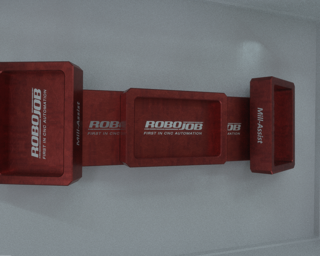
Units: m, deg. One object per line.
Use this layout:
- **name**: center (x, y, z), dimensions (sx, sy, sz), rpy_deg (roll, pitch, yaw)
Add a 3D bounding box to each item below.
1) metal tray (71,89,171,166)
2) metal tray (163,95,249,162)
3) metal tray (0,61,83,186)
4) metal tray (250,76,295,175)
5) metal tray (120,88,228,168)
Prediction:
- **metal tray**: center (-0.052, 0.000, 0.388), dimensions (0.131, 0.030, 0.089), rpy_deg (0, 90, -20)
- **metal tray**: center (0.071, 0.001, 0.433), dimensions (0.131, 0.030, 0.089), rpy_deg (0, 90, -20)
- **metal tray**: center (-0.133, -0.005, 0.338), dimensions (0.090, 0.030, 0.129), rpy_deg (1, 90, 5)
- **metal tray**: center (0.164, -0.004, 0.446), dimensions (0.091, 0.030, 0.129), rpy_deg (0, 90, -48)
- **metal tray**: center (0.019, 0.000, 0.381), dimensions (0.131, 0.030, 0.089), rpy_deg (1, 89, -20)
